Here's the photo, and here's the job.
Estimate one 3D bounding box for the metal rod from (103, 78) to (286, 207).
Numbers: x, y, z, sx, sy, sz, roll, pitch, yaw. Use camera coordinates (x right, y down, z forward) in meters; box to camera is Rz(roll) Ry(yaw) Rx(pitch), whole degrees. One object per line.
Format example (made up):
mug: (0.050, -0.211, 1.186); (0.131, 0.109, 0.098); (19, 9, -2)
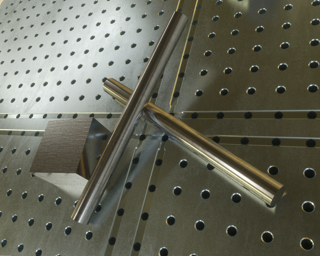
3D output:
metal rod: (0.019, 0.000, 0.397); (0.300, 0.025, 0.025); (34, 81, 38)

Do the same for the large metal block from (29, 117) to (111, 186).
large metal block: (-0.122, 0.034, 0.433); (0.080, 0.050, 0.080); (-3, 60, 26)

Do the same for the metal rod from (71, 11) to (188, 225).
metal rod: (-0.037, -0.018, 0.407); (0.025, 0.025, 0.299); (21, 82, 35)
